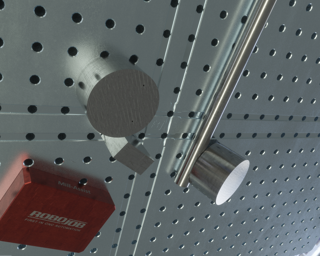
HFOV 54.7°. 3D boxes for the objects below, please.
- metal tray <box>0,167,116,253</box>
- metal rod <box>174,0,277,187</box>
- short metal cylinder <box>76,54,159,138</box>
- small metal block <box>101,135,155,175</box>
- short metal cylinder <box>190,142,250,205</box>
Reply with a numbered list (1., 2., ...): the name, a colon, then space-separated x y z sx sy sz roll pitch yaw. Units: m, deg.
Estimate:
1. metal tray: -0.136 0.111 0.403 0.131 0.030 0.090 29 102 -38
2. metal rod: 0.086 -0.045 0.430 0.025 0.025 0.298 9 114 -32
3. short metal cylinder: -0.048 -0.036 0.347 0.081 0.050 0.079 -14 124 -21
4. small metal block: -0.041 0.026 0.389 0.025 0.050 0.050 -46 129 4
5. short metal cylinder: 0.091 0.069 0.470 0.081 0.050 0.079 -34 143 -30
